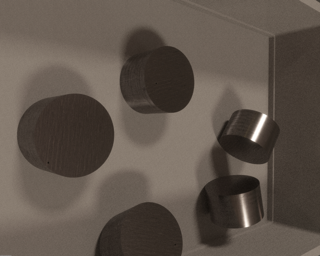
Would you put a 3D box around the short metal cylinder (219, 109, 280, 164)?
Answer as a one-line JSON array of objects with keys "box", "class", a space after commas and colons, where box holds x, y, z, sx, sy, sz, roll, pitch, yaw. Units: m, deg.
[{"box": [0.142, 0.015, 0.493, 0.080, 0.080, 0.050, 46, 63, -31], "class": "short metal cylinder"}]

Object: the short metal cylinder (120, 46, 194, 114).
[{"box": [-0.003, -0.058, 0.390, 0.081, 0.050, 0.079, 0, 90, -40], "class": "short metal cylinder"}]

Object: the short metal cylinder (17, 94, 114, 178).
[{"box": [-0.094, 0.007, 0.313, 0.081, 0.050, 0.079, 0, 90, -40], "class": "short metal cylinder"}]

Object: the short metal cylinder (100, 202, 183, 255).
[{"box": [-0.021, 0.131, 0.355, 0.081, 0.050, 0.080, 20, 54, -29], "class": "short metal cylinder"}]

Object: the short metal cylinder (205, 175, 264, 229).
[{"box": [0.112, 0.109, 0.468, 0.081, 0.080, 0.050, -18, 102, -39], "class": "short metal cylinder"}]
